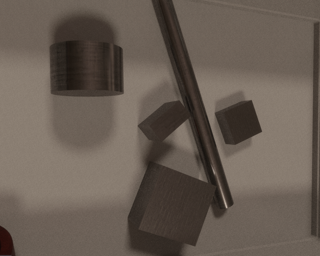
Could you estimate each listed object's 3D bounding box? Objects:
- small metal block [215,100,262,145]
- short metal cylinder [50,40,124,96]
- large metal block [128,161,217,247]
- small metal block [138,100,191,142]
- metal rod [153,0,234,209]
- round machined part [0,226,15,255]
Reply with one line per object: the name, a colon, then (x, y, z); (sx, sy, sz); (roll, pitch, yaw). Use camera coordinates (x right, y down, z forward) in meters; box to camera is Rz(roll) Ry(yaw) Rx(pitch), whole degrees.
small metal block: (0.115, -0.008, 0.455); (0.050, 0.025, 0.050); (-23, 98, -19)
short metal cylinder: (-0.082, -0.064, 0.351); (0.081, 0.080, 0.050); (-1, 91, -20)
large metal block: (0.015, 0.097, 0.404); (0.080, 0.050, 0.080); (24, 82, -19)
small metal block: (0.004, -0.009, 0.400); (0.050, 0.050, 0.025); (-41, 104, -16)
metal rod: (0.048, -0.030, 0.429); (0.025, 0.025, 0.298); (-20, 97, -19)
round machined part: (-0.196, 0.143, 0.305); (0.099, 0.098, 0.042); (-7, 117, -20)
